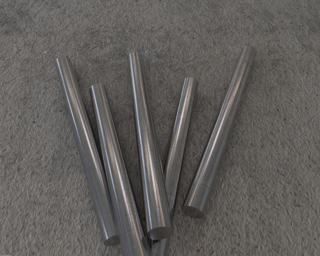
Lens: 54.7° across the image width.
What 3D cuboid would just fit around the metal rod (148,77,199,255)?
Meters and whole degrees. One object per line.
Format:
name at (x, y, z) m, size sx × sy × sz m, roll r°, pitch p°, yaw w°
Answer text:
metal rod at (0.014, 0.047, 0.363) m, size 0.025 × 0.025 × 0.300 m, roll 9°, pitch 50°, yaw 7°

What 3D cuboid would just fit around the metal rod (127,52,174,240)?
metal rod at (-0.020, -0.007, 0.390) m, size 0.025 × 0.025 × 0.300 m, roll -6°, pitch 45°, yaw -5°

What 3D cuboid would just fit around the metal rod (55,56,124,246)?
metal rod at (-0.098, 0.005, 0.398) m, size 0.025 × 0.025 × 0.300 m, roll -17°, pitch 52°, yaw -14°

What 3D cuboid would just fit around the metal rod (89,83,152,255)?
metal rod at (-0.048, 0.046, 0.345) m, size 0.025 × 0.025 × 0.300 m, roll -12°, pitch 46°, yaw -10°

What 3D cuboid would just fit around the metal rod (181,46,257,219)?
metal rod at (0.090, -0.018, 0.418) m, size 0.025 × 0.025 × 0.301 m, roll 17°, pitch 52°, yaw 14°
